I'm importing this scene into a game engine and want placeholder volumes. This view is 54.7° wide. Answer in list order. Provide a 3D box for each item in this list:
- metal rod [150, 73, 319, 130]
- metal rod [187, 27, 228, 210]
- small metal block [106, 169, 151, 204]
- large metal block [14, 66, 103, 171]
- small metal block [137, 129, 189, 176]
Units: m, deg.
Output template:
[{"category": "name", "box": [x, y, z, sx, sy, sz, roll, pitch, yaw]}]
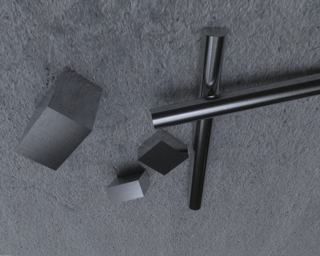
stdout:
[{"category": "metal rod", "box": [0.139, -0.041, 0.352, 0.302, 0.025, 0.025, -12, 130, 1]}, {"category": "metal rod", "box": [0.058, 0.013, 0.419, 0.025, 0.025, 0.298, 0, 130, 0]}, {"category": "small metal block", "box": [-0.045, 0.086, 0.460, 0.050, 0.050, 0.025, -16, 97, 13]}, {"category": "large metal block", "box": [-0.115, -0.011, 0.360, 0.050, 0.080, 0.080, 32, 123, -25]}, {"category": "small metal block", "box": [0.004, 0.035, 0.437, 0.050, 0.025, 0.050, 34, 122, -26]}]
